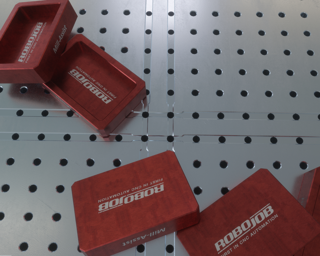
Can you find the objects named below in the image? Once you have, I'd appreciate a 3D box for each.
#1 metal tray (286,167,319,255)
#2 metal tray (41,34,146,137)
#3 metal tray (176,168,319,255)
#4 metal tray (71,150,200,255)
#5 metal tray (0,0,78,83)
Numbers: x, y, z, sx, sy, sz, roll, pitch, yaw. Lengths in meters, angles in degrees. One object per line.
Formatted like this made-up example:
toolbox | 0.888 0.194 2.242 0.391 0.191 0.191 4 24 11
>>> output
metal tray | 0.207 0.122 0.365 0.090 0.030 0.130 22 71 7
metal tray | -0.095 -0.061 0.431 0.130 0.030 0.090 38 74 13
metal tray | 0.096 0.118 0.348 0.130 0.030 0.090 -35 59 -6
metal tray | -0.030 0.086 0.359 0.131 0.030 0.090 -18 47 -7
metal tray | -0.178 -0.122 0.431 0.090 0.030 0.130 2 60 16
